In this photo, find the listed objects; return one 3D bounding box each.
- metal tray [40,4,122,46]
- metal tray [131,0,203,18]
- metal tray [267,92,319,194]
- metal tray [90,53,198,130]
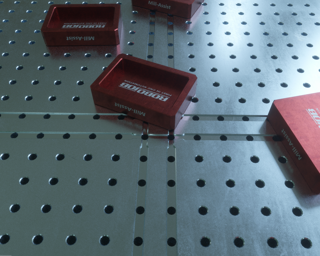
[{"bbox_3d":[-0.138,-0.188,0.562,0.131,0.030,0.090,-1,50,-1],"label":"metal tray"},{"bbox_3d":[0.018,-0.273,0.633,0.130,0.030,0.090,19,53,15],"label":"metal tray"},{"bbox_3d":[0.208,0.012,0.395,0.091,0.030,0.130,-10,51,-9],"label":"metal tray"},{"bbox_3d":[-0.022,-0.057,0.451,0.130,0.030,0.090,20,53,16],"label":"metal tray"}]
